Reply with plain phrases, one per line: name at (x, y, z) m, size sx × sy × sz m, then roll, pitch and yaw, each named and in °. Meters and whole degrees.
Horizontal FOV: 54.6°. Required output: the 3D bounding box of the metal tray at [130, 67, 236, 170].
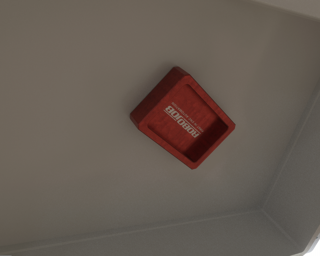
metal tray at (0.035, -0.008, 0.418) m, size 0.090 × 0.030 × 0.130 m, roll -47°, pitch 129°, yaw 5°
